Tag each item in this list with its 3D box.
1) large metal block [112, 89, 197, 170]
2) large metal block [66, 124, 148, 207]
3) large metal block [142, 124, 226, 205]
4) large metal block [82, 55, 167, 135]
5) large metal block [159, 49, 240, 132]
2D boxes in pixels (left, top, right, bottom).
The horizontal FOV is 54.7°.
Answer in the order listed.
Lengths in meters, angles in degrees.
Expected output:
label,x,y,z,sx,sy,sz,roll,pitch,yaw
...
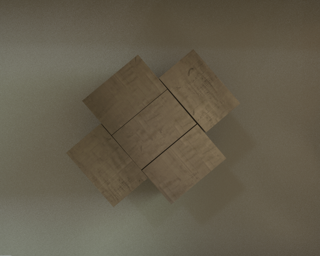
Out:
label,x,y,z,sx,sy,sz,roll,pitch,yaw
large metal block,-0.006,0.001,0.383,0.080,0.080,0.050,-40,90,0
large metal block,-0.059,0.041,0.382,0.050,0.080,0.080,-41,91,0
large metal block,0.027,0.040,0.384,0.080,0.080,0.050,-40,90,0
large metal block,-0.039,-0.037,0.382,0.080,0.080,0.050,-40,90,0
large metal block,0.044,-0.042,0.384,0.050,0.080,0.080,-41,91,0
